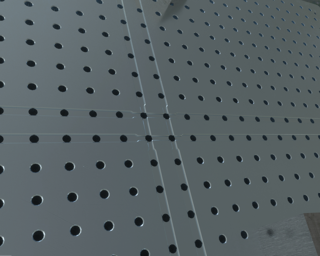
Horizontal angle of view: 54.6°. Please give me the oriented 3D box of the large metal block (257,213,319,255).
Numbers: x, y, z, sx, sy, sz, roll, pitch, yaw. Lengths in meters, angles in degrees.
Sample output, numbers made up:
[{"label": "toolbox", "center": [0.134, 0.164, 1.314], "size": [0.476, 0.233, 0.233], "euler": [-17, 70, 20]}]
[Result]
[{"label": "large metal block", "center": [0.173, 0.152, 0.372], "size": [0.050, 0.080, 0.080], "euler": [6, 59, -25]}]

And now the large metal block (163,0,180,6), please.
[{"label": "large metal block", "center": [0.020, -0.285, 0.576], "size": [0.080, 0.050, 0.080], "euler": [44, 51, 2]}]
